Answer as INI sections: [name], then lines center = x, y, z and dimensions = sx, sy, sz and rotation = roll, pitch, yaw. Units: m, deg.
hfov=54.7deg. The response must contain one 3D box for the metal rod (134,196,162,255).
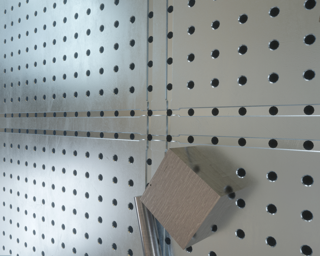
[metal rod]
center = 0.003, 0.238, 0.406
dimensions = 0.025, 0.025, 0.299
rotation = -18, 79, 38

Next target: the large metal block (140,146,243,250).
[large metal block]
center = 0.034, 0.078, 0.365
dimensions = 0.080, 0.050, 0.080
rotation = 43, 116, 31
